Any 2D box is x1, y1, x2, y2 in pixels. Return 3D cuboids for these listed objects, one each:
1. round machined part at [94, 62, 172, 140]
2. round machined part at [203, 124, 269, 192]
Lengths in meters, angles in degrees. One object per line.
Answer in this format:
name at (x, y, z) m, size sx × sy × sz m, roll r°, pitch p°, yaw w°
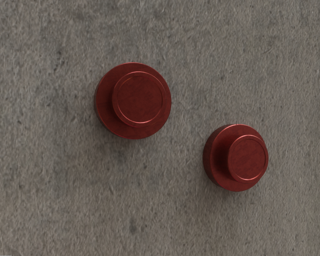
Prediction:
round machined part at (-0.030, -0.034, 0.390) m, size 0.099 × 0.042 × 0.097 m, roll 0°, pitch 90°, yaw -21°
round machined part at (0.115, 0.043, 0.444) m, size 0.099 × 0.042 × 0.097 m, roll 0°, pitch 90°, yaw -21°
